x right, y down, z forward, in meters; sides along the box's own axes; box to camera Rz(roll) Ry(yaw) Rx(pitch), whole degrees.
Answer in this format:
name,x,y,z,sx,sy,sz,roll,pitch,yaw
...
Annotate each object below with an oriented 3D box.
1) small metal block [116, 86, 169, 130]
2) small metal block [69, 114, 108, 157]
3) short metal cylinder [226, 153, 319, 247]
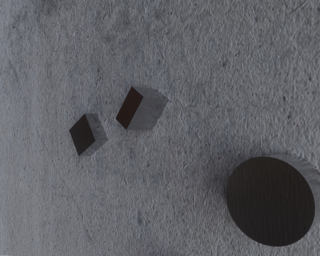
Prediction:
name,x,y,z,sx,sy,sz,roll,pitch,yaw
small metal block,-0.023,-0.025,0.408,0.025,0.050,0.050,44,116,31
small metal block,-0.116,0.011,0.501,0.050,0.025,0.050,-39,66,33
short metal cylinder,0.112,0.065,0.297,0.080,0.050,0.080,0,90,40
